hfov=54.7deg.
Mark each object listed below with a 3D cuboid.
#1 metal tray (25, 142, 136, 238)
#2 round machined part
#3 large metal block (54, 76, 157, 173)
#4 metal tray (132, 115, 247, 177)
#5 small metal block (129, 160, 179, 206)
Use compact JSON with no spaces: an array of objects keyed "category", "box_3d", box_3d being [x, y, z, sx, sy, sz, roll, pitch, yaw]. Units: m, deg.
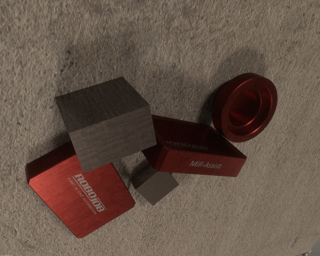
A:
[{"category":"metal tray","box_3d":[-0.097,0.077,0.400,0.090,0.030,0.129,-30,129,-10]},{"category":"round machined part","box_3d":[0.114,-0.032,0.439,0.099,0.042,0.097,-14,122,-23]},{"category":"large metal block","box_3d":[-0.060,-0.008,0.335,0.081,0.080,0.050,-21,127,-17]},{"category":"metal tray","box_3d":[0.036,0.022,0.399,0.131,0.090,0.030,9,114,-33]},{"category":"small metal block","box_3d":[-0.008,0.079,0.453,0.050,0.025,0.050,-39,130,-2]}]
